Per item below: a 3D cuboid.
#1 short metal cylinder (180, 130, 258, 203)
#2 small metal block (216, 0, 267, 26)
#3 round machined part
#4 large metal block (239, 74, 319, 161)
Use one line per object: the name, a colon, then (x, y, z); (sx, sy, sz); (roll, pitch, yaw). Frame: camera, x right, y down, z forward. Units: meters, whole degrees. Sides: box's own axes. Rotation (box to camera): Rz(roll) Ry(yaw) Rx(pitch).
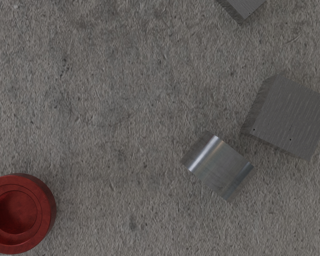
short metal cylinder: (0.071, 0.047, 0.383); (0.080, 0.080, 0.050); (40, 90, 0)
small metal block: (0.111, -0.175, 0.411); (0.050, 0.025, 0.050); (-43, 90, 0)
round machined part: (-0.183, 0.107, 0.400); (0.099, 0.042, 0.097); (0, 90, 0)
large metal block: (0.162, -0.013, 0.399); (0.080, 0.050, 0.080); (25, 90, 0)
